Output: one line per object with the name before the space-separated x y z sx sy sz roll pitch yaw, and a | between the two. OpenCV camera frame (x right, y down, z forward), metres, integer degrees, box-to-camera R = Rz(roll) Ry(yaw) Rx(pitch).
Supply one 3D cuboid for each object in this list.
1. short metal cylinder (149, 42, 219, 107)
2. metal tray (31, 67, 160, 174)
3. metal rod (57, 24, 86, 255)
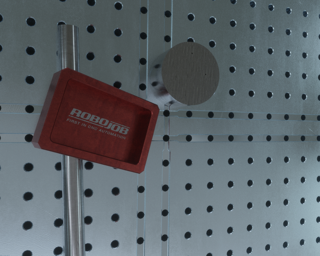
short metal cylinder | 0.031 -0.069 0.412 0.081 0.050 0.079 0 90 -21
metal tray | -0.069 -0.004 0.365 0.131 0.030 0.090 20 78 -33
metal rod | -0.107 0.029 0.373 0.025 0.025 0.298 -2 91 -20
